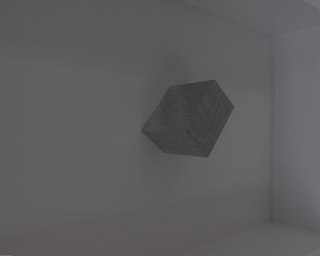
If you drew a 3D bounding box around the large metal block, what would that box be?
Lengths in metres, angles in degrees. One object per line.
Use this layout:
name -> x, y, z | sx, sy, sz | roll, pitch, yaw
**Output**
large metal block -> 0.036, -0.012, 0.399 | 0.050, 0.080, 0.080 | 47, 62, -30
